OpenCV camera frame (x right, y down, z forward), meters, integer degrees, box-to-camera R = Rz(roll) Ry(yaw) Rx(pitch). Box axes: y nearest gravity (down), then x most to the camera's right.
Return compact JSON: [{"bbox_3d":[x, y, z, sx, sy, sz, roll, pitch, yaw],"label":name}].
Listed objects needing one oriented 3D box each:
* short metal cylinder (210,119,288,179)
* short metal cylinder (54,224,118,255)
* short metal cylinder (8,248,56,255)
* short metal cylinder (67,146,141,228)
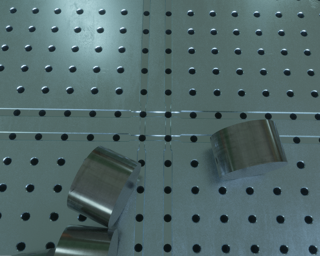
[{"bbox_3d":[0.106,0.028,0.374,0.081,0.080,0.050,-9,71,-4],"label":"short metal cylinder"},{"bbox_3d":[-0.077,0.146,0.328,0.050,0.080,0.080,6,70,2],"label":"short metal cylinder"},{"bbox_3d":[-0.134,0.170,0.319,0.050,0.080,0.080,-9,70,-3],"label":"short metal cylinder"},{"bbox_3d":[-0.062,0.067,0.357,0.050,0.080,0.080,24,72,8],"label":"short metal cylinder"}]
